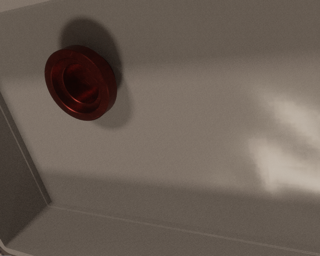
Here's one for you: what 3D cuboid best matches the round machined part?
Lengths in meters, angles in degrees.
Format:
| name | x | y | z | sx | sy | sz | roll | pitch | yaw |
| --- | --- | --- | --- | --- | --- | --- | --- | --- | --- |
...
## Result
| name | x | y | z | sx | sy | sz | roll | pitch | yaw |
| --- | --- | --- | --- | --- | --- | --- | --- | --- | --- |
| round machined part | -0.099 | -0.062 | 0.410 | 0.098 | 0.042 | 0.097 | 13 | 124 | 20 |
